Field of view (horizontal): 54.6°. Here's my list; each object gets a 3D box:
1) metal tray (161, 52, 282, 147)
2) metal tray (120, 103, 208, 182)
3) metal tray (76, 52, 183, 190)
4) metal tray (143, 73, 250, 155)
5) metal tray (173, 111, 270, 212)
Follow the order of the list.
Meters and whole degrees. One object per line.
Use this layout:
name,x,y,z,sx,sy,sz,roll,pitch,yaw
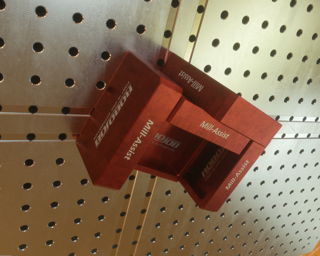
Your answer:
metal tray,0.065,-0.035,0.355,0.090,0.130,0.030,24,105,-37
metal tray,-0.002,0.017,0.416,0.131,0.030,0.090,24,106,-37
metal tray,-0.040,-0.009,0.340,0.030,0.090,0.129,24,105,-37
metal tray,0.043,-0.019,0.379,0.131,0.090,0.030,23,106,-37
metal tray,0.081,0.040,0.436,0.030,0.090,0.129,24,105,-37
